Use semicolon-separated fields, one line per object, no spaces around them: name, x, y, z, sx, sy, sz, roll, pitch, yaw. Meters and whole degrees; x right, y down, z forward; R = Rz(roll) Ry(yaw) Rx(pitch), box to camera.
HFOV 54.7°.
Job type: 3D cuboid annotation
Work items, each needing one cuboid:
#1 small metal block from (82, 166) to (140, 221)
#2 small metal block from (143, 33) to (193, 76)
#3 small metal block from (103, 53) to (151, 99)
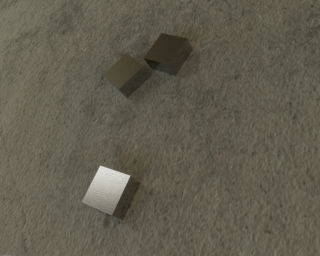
small metal block;-0.061;0.080;0.385;0.050;0.025;0.050;12;68;32
small metal block;0.013;-0.111;0.464;0.050;0.025;0.050;25;75;36
small metal block;-0.051;-0.081;0.479;0.050;0.025;0.050;-44;51;-3
